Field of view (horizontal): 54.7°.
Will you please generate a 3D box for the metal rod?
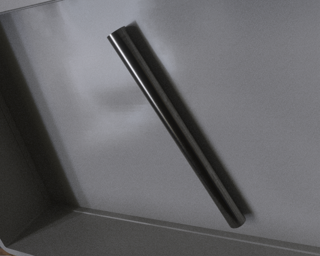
[{"bbox_3d":[0.028,0.009,0.398,0.025,0.025,0.299,-24,106,36],"label":"metal rod"}]
